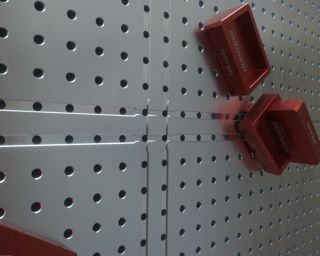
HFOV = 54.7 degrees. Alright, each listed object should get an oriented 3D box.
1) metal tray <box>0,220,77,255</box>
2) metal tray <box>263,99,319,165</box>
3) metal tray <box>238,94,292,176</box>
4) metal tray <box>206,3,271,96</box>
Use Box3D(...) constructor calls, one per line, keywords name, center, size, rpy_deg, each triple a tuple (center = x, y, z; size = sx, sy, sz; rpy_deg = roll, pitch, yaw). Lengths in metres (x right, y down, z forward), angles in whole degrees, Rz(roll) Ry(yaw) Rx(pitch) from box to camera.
Box3D(name="metal tray", center=(-0.152, 0.135, 0.280), size=(0.130, 0.030, 0.090), rpy_deg=(39, 66, -33))
Box3D(name="metal tray", center=(0.230, 0.008, 0.562), size=(0.030, 0.090, 0.130), rpy_deg=(-48, 119, -27))
Box3D(name="metal tray", center=(0.205, 0.012, 0.566), size=(0.090, 0.030, 0.130), rpy_deg=(-48, 119, -19))
Box3D(name="metal tray", center=(0.136, -0.130, 0.522), size=(0.090, 0.030, 0.130), rpy_deg=(-41, 115, -32))
